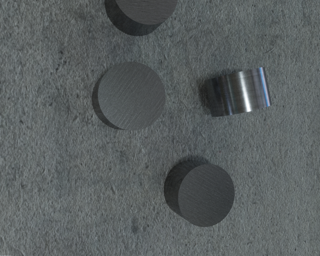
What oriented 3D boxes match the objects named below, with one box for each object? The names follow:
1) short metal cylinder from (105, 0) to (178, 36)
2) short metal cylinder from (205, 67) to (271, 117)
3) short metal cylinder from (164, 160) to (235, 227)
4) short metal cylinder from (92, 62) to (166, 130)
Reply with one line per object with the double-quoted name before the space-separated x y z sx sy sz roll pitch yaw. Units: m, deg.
"short metal cylinder" -0.025 -0.161 0.386 0.081 0.050 0.080 0 90 -20
"short metal cylinder" 0.105 -0.048 0.418 0.081 0.080 0.050 -14 95 -19
"short metal cylinder" 0.051 0.085 0.415 0.081 0.050 0.080 0 90 -20
"short metal cylinder" -0.040 -0.037 0.381 0.081 0.050 0.080 0 90 -20
